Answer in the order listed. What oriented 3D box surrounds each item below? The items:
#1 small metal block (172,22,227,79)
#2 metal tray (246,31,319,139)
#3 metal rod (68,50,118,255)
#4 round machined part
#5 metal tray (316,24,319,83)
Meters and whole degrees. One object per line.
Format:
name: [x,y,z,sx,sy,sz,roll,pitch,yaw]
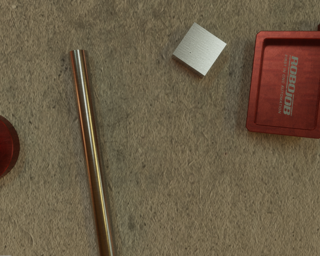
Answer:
small metal block: [0.051,-0.102,0.411,0.050,0.025,0.050,34,90,-1]
metal tray: [0.163,-0.055,0.394,0.090,0.030,0.129,7,90,20]
metal rod: [-0.086,0.048,0.408,0.025,0.025,0.298,-8,90,0]
round machined part: [-0.239,0.026,0.398,0.099,0.042,0.097,0,90,-1]
metal tray: [0.280,-0.099,0.411,0.131,0.030,0.089,2,90,-1]
